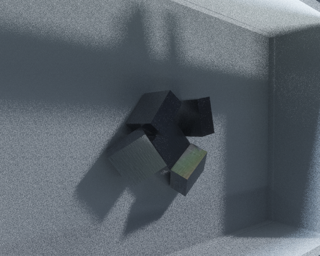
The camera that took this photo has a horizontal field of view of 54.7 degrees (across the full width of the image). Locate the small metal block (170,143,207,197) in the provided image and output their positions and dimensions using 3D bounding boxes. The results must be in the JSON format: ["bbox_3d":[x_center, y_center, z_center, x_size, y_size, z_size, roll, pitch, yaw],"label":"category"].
[{"bbox_3d":[0.039,0.057,0.422,0.050,0.025,0.050,-49,156,-29],"label":"small metal block"}]

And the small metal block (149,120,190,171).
[{"bbox_3d":[0.007,0.021,0.412,0.050,0.025,0.050,-50,120,-29],"label":"small metal block"}]

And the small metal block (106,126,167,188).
[{"bbox_3d":[-0.028,0.035,0.368,0.050,0.025,0.050,-33,115,0],"label":"small metal block"}]

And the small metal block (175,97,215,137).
[{"bbox_3d":[0.044,-0.015,0.427,0.025,0.050,0.050,-15,100,-40],"label":"small metal block"}]

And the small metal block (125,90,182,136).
[{"bbox_3d":[-0.008,-0.018,0.383,0.025,0.050,0.050,44,63,-31],"label":"small metal block"}]
